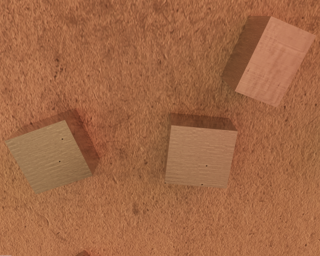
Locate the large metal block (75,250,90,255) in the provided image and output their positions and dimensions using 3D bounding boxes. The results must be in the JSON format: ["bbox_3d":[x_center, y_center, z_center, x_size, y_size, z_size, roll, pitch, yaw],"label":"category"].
[{"bbox_3d":[-0.130,0.255,0.489,0.080,0.050,0.080,-34,107,11],"label":"large metal block"}]

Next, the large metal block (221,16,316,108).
[{"bbox_3d":[0.116,-0.079,0.352,0.050,0.080,0.079,20,109,-7],"label":"large metal block"}]

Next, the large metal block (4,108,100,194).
[{"bbox_3d":[-0.136,0.029,0.406,0.080,0.050,0.080,-19,109,6],"label":"large metal block"}]

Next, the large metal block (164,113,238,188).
[{"bbox_3d":[0.050,0.029,0.407,0.081,0.050,0.079,5,110,-2],"label":"large metal block"}]
